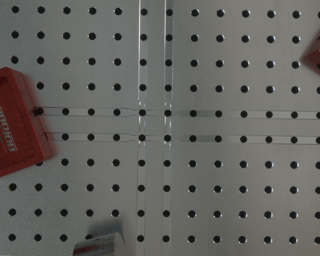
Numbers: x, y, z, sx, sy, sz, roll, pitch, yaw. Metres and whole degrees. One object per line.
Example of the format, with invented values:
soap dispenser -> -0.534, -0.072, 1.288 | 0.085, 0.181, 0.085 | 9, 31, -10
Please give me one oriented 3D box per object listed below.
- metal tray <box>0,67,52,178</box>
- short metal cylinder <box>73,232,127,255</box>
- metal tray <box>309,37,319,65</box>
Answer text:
metal tray -> -0.211, -0.004, 0.408 | 0.090, 0.030, 0.129 | -21, 90, -1
short metal cylinder -> -0.070, 0.176, 0.385 | 0.050, 0.080, 0.080 | -14, 90, 0
metal tray -> 0.276, -0.127, 0.415 | 0.090, 0.030, 0.130 | 33, 90, -1
